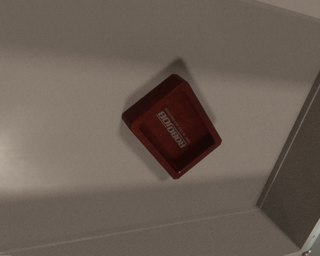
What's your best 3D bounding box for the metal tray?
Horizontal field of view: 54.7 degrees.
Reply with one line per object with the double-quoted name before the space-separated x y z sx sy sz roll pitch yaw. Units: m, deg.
"metal tray" 0.021 0.003 0.420 0.090 0.030 0.130 -39 130 -2
